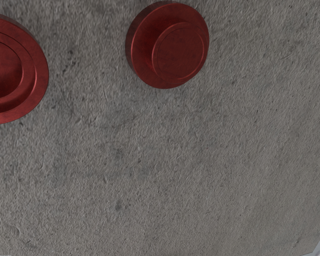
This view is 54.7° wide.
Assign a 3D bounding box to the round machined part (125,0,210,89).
[{"bbox_3d":[0.014,-0.089,0.349,0.099,0.042,0.097,-14,124,-21],"label":"round machined part"}]

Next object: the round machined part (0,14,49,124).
[{"bbox_3d":[-0.154,-0.055,0.277,0.099,0.042,0.097,-14,124,-21],"label":"round machined part"}]
